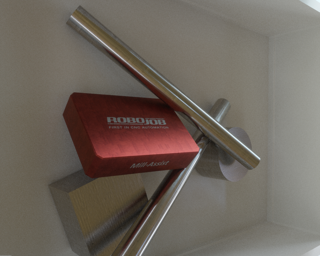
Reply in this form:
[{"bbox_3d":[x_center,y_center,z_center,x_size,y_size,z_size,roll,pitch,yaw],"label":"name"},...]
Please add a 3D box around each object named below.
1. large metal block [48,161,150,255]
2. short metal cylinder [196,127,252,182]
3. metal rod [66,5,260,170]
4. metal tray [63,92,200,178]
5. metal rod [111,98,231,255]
[{"bbox_3d":[-0.061,0.084,0.335,0.081,0.050,0.080,-25,106,-38],"label":"large metal block"},{"bbox_3d":[0.095,0.038,0.469,0.081,0.050,0.079,0,90,-40],"label":"short metal cylinder"},{"bbox_3d":[0.019,-0.037,0.384,0.301,0.025,0.025,37,67,-21],"label":"metal rod"},{"bbox_3d":[-0.029,0.005,0.342,0.131,0.030,0.090,0,46,-39],"label":"metal tray"},{"bbox_3d":[0.030,0.047,0.384,0.301,0.025,0.025,-50,121,-44],"label":"metal rod"}]
